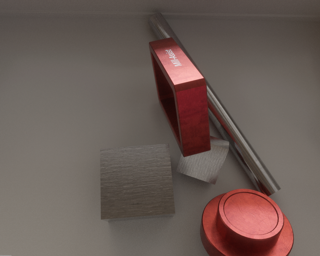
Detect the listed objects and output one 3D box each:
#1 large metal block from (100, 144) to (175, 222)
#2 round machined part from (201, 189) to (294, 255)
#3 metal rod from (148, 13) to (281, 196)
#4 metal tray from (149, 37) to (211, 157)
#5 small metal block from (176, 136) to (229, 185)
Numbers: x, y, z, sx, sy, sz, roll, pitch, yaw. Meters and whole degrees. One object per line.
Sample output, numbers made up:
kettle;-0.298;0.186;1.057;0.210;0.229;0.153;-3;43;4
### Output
large metal block;-0.027;0.067;0.372;0.081;0.050;0.080;-4;70;-2
round machined part;0.095;0.105;0.338;0.099;0.042;0.098;2;35;-1
metal rod;0.065;-0.042;0.425;0.025;0.025;0.299;-28;73;-10
metal tray;0.020;-0.040;0.359;0.030;0.089;0.130;-14;36;-5
small metal block;0.053;0.035;0.383;0.050;0.025;0.050;18;112;6
